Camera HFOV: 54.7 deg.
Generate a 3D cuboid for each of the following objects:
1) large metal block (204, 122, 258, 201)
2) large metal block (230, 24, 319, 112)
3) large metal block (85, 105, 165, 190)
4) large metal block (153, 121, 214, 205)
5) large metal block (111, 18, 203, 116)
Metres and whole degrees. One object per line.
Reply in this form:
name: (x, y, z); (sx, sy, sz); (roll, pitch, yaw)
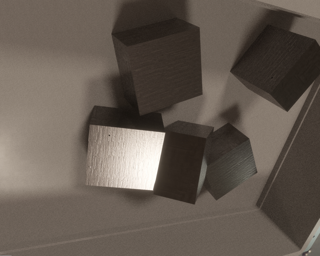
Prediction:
large metal block: (0.097, 0.052, 0.480); (0.080, 0.050, 0.080); (-32, 129, -8)
large metal block: (0.156, -0.081, 0.411); (0.050, 0.080, 0.080); (31, 101, -38)
large metal block: (-0.043, 0.024, 0.369); (0.081, 0.050, 0.079); (6, 117, -9)
large metal block: (0.033, 0.039, 0.393); (0.050, 0.080, 0.079); (11, 102, 14)
large metal block: (-0.001, -0.070, 0.350); (0.081, 0.050, 0.079); (-20, 126, -17)
